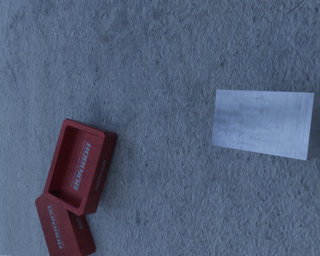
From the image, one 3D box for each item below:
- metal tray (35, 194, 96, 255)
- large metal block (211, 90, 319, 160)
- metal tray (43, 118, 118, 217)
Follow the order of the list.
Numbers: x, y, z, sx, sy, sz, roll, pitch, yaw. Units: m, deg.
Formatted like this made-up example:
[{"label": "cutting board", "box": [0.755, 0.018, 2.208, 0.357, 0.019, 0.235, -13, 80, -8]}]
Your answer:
[{"label": "metal tray", "box": [-0.167, 0.167, 0.536, 0.090, 0.030, 0.130, -37, 67, 33]}, {"label": "large metal block", "box": [0.105, -0.005, 0.282, 0.080, 0.081, 0.050, 8, 95, 39]}, {"label": "metal tray", "box": [-0.125, 0.058, 0.480, 0.090, 0.030, 0.129, 17, 92, 30]}]
